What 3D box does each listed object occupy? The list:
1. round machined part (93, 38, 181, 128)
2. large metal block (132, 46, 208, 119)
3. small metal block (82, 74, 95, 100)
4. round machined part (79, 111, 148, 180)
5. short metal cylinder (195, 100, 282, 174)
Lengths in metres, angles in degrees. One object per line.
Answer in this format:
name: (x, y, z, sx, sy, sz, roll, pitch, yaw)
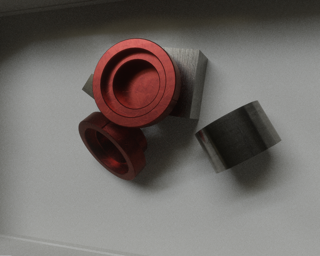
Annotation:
round machined part: (-0.023, -0.048, 0.354, 0.098, 0.042, 0.097, -1, 88, 18)
large metal block: (0.011, -0.056, 0.393, 0.080, 0.050, 0.079, 9, 93, 19)
small metal block: (-0.068, -0.046, 0.420, 0.050, 0.050, 0.025, 38, 102, 16)
round machined part: (-0.055, 0.018, 0.401, 0.098, 0.097, 0.042, 36, 58, 16)
short metal cylinder: (0.087, 0.011, 0.350, 0.080, 0.080, 0.050, -31, 80, 17)
